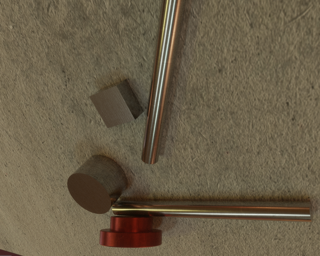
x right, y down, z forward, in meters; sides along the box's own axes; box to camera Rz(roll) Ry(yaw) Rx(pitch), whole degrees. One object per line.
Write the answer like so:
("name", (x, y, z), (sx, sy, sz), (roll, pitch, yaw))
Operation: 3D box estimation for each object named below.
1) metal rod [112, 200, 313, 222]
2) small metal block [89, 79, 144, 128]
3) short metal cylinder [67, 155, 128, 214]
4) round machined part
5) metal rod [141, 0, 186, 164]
("metal rod", (0.054, 0.118, 0.449), (0.300, 0.025, 0.025), (-8, 115, 31))
("small metal block", (-0.058, -0.032, 0.416), (0.050, 0.025, 0.050), (-15, 111, 34))
("short metal cylinder", (-0.100, 0.090, 0.497), (0.080, 0.050, 0.079), (13, 124, 20))
("round machined part", (-0.046, 0.163, 0.497), (0.098, 0.098, 0.042), (-8, 73, 31))
("metal rod", (0.006, -0.078, 0.354), (0.025, 0.025, 0.298), (20, 126, 15))
